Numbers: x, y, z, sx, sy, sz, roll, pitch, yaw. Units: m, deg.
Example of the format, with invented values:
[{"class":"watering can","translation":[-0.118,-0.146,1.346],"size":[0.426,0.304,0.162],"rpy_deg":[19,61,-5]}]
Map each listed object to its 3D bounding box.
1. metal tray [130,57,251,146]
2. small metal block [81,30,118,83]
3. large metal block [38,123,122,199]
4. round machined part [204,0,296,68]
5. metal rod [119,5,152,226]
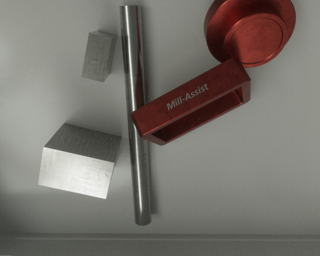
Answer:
[{"class":"metal tray","translation":[0.041,-0.025,0.367],"size":[0.130,0.090,0.030],"rpy_deg":[-28,74,9]},{"class":"small metal block","translation":[-0.070,-0.086,0.365],"size":[0.025,0.050,0.050],"rpy_deg":[14,110,-5]},{"class":"large metal block","translation":[-0.098,0.039,0.395],"size":[0.081,0.080,0.050],"rpy_deg":[14,110,-6]},{"class":"round machined part","translation":[0.101,-0.106,0.343],"size":[0.099,0.042,0.097],"rpy_deg":[-3,138,-2]},{"class":"metal rod","translation":[-0.030,-0.002,0.410],"size":[0.025,0.025,0.298],"rpy_deg":[-2,110,0]}]
